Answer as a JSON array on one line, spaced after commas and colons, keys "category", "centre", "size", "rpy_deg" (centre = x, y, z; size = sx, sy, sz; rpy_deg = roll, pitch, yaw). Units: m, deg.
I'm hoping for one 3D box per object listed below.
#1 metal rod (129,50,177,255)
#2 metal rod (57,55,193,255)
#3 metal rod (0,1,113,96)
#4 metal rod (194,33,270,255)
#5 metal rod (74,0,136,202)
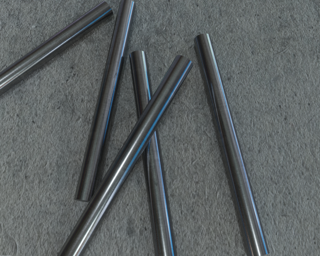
[{"category": "metal rod", "centre": [-0.010, 0.035, 0.395], "size": [0.025, 0.025, 0.299], "rpy_deg": [-8, 70, -3]}, {"category": "metal rod", "centre": [-0.042, 0.042, 0.371], "size": [0.025, 0.025, 0.300], "rpy_deg": [28, 80, 10]}, {"category": "metal rod", "centre": [-0.190, -0.087, 0.438], "size": [0.301, 0.025, 0.025], "rpy_deg": [-41, 75, -14]}, {"category": "metal rod", "centre": [0.088, 0.007, 0.405], "size": [0.025, 0.025, 0.299], "rpy_deg": [-9, 70, -3]}, {"category": "metal rod", "centre": [-0.070, -0.051, 0.425], "size": [0.025, 0.025, 0.299], "rpy_deg": [8, 70, 3]}]
